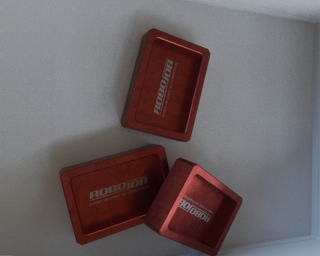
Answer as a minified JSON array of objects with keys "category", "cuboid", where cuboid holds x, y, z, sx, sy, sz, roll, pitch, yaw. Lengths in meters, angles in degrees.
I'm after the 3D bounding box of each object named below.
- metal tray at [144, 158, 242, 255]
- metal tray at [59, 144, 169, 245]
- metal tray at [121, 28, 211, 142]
[{"category":"metal tray","cuboid":[0.049,0.106,0.401,0.130,0.030,0.090,38,76,-40]},{"category":"metal tray","cuboid":[-0.050,0.079,0.390,0.131,0.030,0.089,-14,95,-20]},{"category":"metal tray","cuboid":[0.008,-0.054,0.411,0.091,0.030,0.129,15,85,-20]}]
